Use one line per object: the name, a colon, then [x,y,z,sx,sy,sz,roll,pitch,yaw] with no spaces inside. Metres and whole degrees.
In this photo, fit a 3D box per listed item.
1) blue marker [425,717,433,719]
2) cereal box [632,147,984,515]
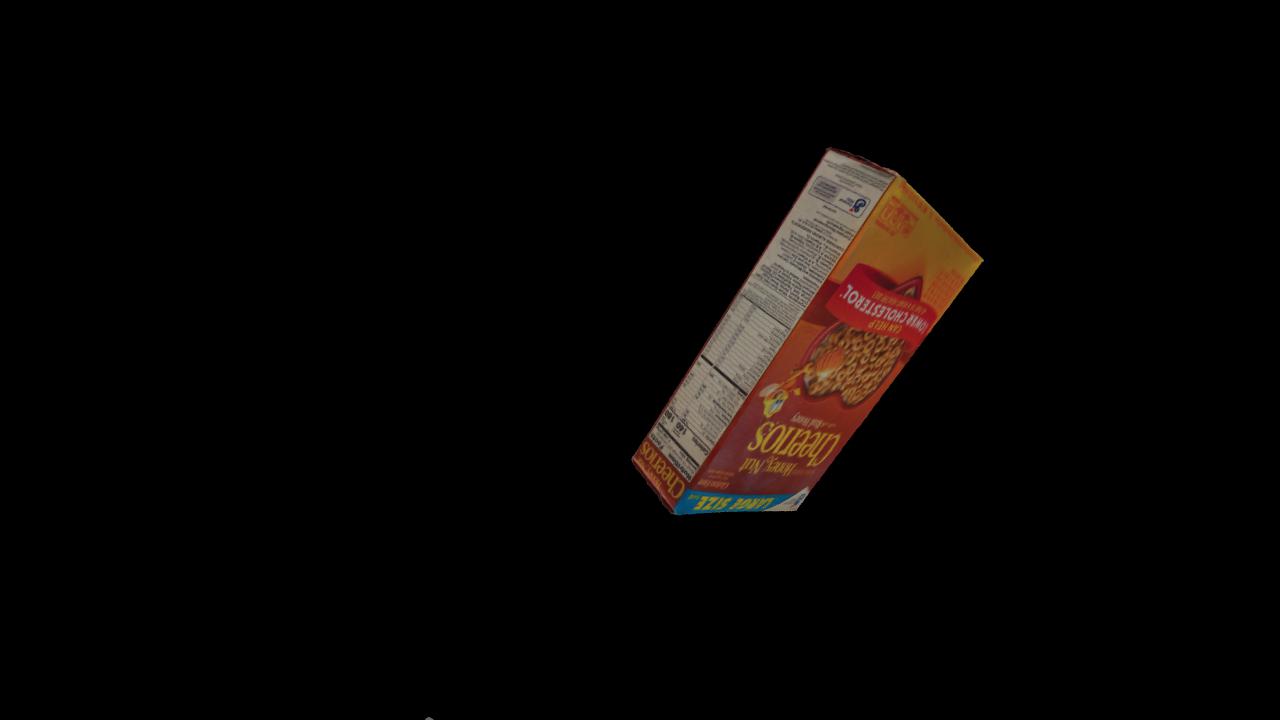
blue marker: [-0.268,0.437,0.658,0.020,0.020,0.121,0,19,32]
cereal box: [0.150,0.001,0.542,0.203,0.306,0.081,15,22,-46]
